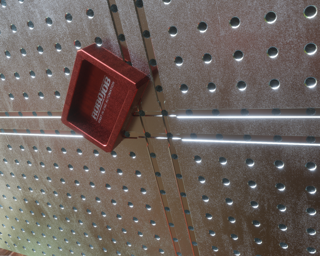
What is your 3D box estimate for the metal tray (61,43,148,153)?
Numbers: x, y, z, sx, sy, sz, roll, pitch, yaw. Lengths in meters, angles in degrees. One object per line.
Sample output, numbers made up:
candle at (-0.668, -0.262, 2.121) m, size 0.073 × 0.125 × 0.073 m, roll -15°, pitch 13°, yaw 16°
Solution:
metal tray at (-0.081, -0.037, 0.425) m, size 0.090 × 0.030 × 0.129 m, roll 33°, pitch 129°, yaw 6°
